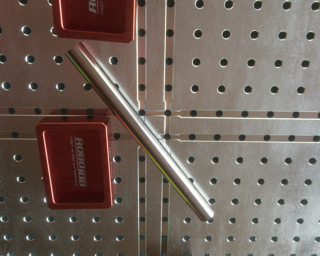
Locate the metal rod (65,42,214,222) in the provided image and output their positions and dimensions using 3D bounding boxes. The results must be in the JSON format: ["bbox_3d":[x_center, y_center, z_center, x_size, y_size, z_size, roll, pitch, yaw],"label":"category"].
[{"bbox_3d":[-0.017,0.017,0.419,0.025,0.025,0.300,-34,107,11],"label":"metal rod"}]

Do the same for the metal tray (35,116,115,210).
[{"bbox_3d":[-0.113,0.049,0.427,0.091,0.030,0.129,-1,110,-1],"label":"metal tray"}]

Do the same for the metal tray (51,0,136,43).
[{"bbox_3d":[-0.070,-0.163,0.334,0.091,0.030,0.129,4,122,-1],"label":"metal tray"}]
